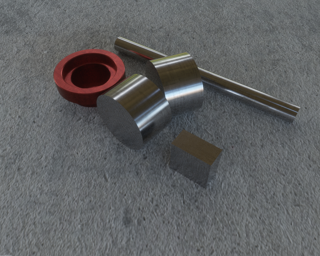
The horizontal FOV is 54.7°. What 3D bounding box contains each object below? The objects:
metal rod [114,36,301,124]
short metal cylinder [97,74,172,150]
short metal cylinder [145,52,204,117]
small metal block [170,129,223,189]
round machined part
[{"bbox_3d":[0.058,-0.080,0.470,0.301,0.025,0.025,26,55,20],"label":"metal rod"},{"bbox_3d":[-0.032,-0.020,0.384,0.080,0.080,0.050,35,58,25],"label":"short metal cylinder"},{"bbox_3d":[0.018,-0.056,0.415,0.050,0.080,0.080,-17,52,-13],"label":"short metal cylinder"},{"bbox_3d":[0.040,0.036,0.357,0.050,0.050,0.025,29,56,22],"label":"small metal block"},{"bbox_3d":[-0.099,-0.068,0.449,0.099,0.042,0.098,0,50,0],"label":"round machined part"}]
